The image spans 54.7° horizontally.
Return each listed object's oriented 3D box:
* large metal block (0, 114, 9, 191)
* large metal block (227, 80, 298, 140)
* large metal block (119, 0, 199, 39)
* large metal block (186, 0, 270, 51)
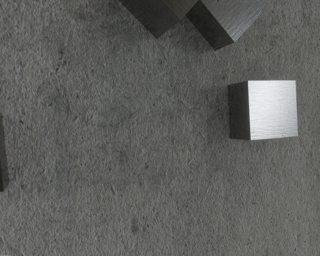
[{"bbox_3d":[-0.207,0.028,0.319,0.081,0.050,0.079,-6,92,-20],"label":"large metal block"},{"bbox_3d":[0.149,-0.026,0.450,0.081,0.050,0.079,-4,91,-20],"label":"large metal block"},{"bbox_3d":[-0.004,-0.165,0.378,0.080,0.080,0.050,43,77,-15],"label":"large metal block"},{"bbox_3d":[0.089,-0.169,0.428,0.080,0.050,0.080,46,76,-14],"label":"large metal block"}]
